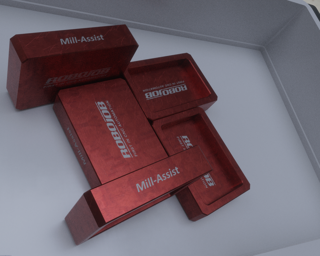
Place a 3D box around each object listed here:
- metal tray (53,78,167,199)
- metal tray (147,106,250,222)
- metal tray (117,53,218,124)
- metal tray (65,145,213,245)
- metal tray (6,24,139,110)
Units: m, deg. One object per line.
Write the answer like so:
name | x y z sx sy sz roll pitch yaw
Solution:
metal tray | -0.057 0.008 0.365 0.091 0.030 0.130 -19 72 -36
metal tray | 0.048 0.041 0.402 0.091 0.030 0.130 -19 72 -36
metal tray | 0.010 -0.056 0.441 0.131 0.030 0.090 -19 72 -35
metal tray | -0.020 0.066 0.310 0.131 0.090 0.030 -19 72 -35
metal tray | -0.098 -0.069 0.350 0.131 0.090 0.030 -20 73 -36
